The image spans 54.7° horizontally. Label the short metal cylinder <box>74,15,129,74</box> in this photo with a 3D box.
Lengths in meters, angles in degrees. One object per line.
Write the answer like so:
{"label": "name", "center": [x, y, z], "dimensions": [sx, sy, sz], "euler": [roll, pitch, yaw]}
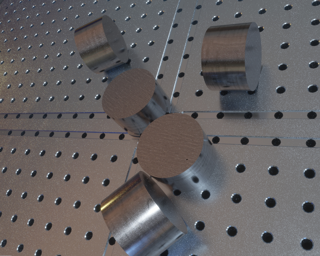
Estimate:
{"label": "short metal cylinder", "center": [-0.093, -0.134, 0.502], "dimensions": [0.050, 0.080, 0.080], "euler": [-19, 54, 17]}

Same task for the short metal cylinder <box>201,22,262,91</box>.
{"label": "short metal cylinder", "center": [0.089, -0.085, 0.378], "dimensions": [0.050, 0.080, 0.080], "euler": [4, 64, 30]}

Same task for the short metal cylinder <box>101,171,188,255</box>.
{"label": "short metal cylinder", "center": [-0.016, 0.092, 0.324], "dimensions": [0.050, 0.080, 0.080], "euler": [-39, 51, 2]}

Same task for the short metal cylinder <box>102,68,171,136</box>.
{"label": "short metal cylinder", "center": [-0.032, -0.035, 0.429], "dimensions": [0.080, 0.050, 0.080], "euler": [-13, 56, 20]}

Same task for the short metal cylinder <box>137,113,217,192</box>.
{"label": "short metal cylinder", "center": [0.020, 0.029, 0.363], "dimensions": [0.080, 0.050, 0.080], "euler": [-13, 56, 20]}
